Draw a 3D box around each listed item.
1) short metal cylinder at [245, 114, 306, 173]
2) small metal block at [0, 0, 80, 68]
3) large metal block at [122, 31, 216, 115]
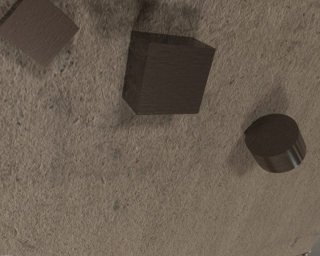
[{"bbox_3d":[0.182,0.024,0.488,0.080,0.080,0.050,-42,130,0],"label":"short metal cylinder"},{"bbox_3d":[-0.113,-0.094,0.288,0.050,0.025,0.050,-47,130,5],"label":"small metal block"},{"bbox_3d":[0.008,-0.062,0.358,0.081,0.050,0.079,-3,120,-28],"label":"large metal block"}]
